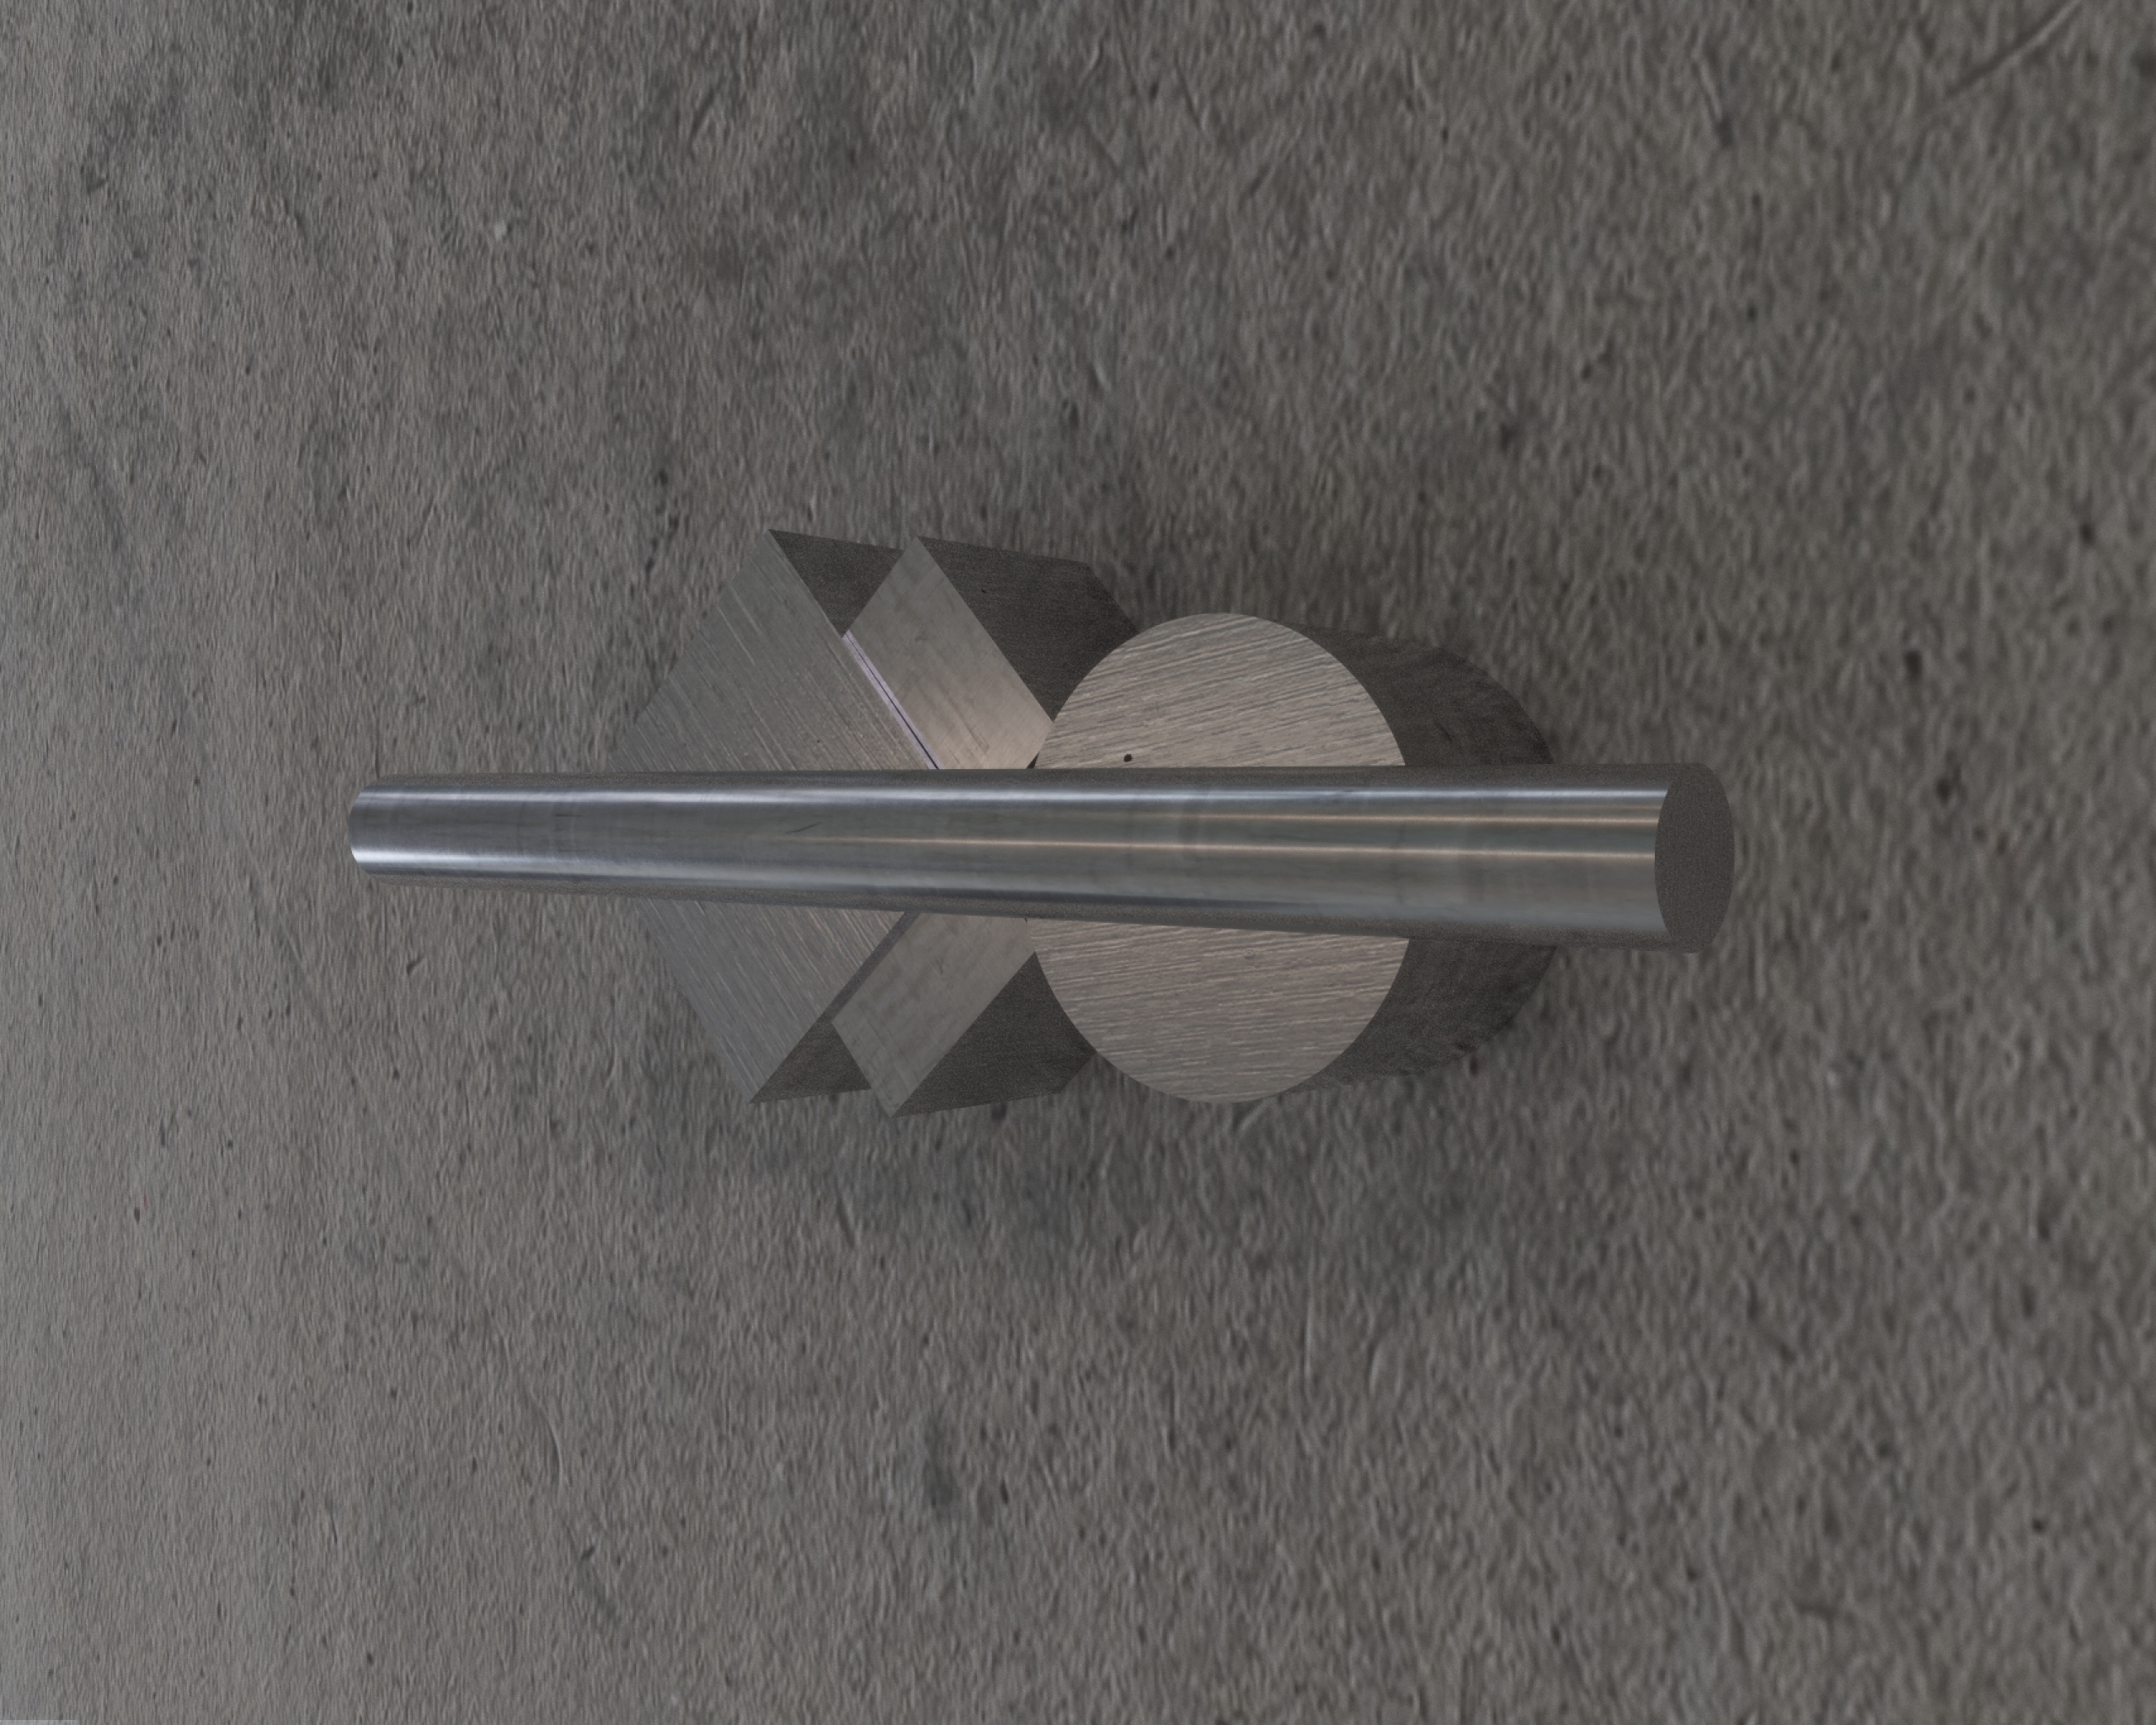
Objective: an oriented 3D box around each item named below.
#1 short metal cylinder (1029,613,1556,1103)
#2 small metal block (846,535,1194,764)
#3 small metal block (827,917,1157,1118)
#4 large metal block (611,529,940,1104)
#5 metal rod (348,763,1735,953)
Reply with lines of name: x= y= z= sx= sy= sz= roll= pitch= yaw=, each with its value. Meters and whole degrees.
short metal cylinder: x=0.037 y=-0.001 z=0.359 sx=0.080 sy=0.050 sz=0.080 roll=0 pitch=90 yaw=40
small metal block: x=-0.008 y=-0.033 z=0.397 sx=0.025 sy=0.050 sz=0.050 roll=-50 pitch=61 yaw=28
small metal block: x=-0.011 y=0.021 z=0.401 sx=0.050 sy=0.050 sz=0.025 roll=-50 pitch=61 yaw=28
large metal block: x=-0.046 y=-0.009 z=0.426 sx=0.080 sy=0.050 sz=0.080 roll=-49 pitch=61 yaw=28
metal rod: x=-0.035 y=-0.004 z=0.367 sx=0.300 sy=0.025 sz=0.025 roll=2 pitch=91 yaw=40
